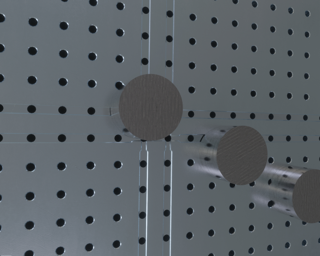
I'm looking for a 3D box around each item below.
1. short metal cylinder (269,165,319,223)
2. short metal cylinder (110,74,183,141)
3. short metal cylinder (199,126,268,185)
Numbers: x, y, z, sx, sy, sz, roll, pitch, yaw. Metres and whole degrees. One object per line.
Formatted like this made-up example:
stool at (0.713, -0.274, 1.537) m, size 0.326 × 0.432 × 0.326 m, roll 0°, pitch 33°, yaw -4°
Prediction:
short metal cylinder at (0.218, 0.100, 0.480) m, size 0.081 × 0.050 × 0.079 m, roll 0°, pitch 90°, yaw -20°
short metal cylinder at (-0.018, -0.025, 0.392) m, size 0.081 × 0.050 × 0.079 m, roll 0°, pitch 90°, yaw -20°
short metal cylinder at (0.102, 0.036, 0.437) m, size 0.081 × 0.050 × 0.079 m, roll 0°, pitch 90°, yaw -20°
